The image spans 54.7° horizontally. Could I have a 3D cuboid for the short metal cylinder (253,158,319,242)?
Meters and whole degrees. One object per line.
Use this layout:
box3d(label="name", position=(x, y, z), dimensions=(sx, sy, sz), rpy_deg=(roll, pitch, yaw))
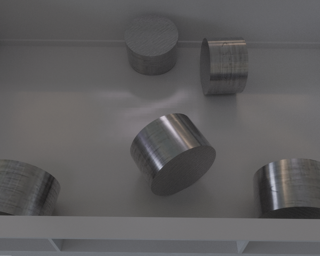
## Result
box3d(label="short metal cylinder", position=(0.136, 0.074, 0.308), dimensions=(0.080, 0.080, 0.050), rpy_deg=(6, 51, 5))

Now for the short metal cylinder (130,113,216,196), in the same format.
box3d(label="short metal cylinder", position=(0.014, 0.030, 0.344), dimensions=(0.081, 0.080, 0.050), rpy_deg=(-23, 54, -18))

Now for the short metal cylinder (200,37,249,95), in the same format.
box3d(label="short metal cylinder", position=(0.089, -0.089, 0.445), dimensions=(0.050, 0.080, 0.080), rpy_deg=(-3, 50, -2))

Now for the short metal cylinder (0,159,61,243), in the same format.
box3d(label="short metal cylinder", position=(-0.146, 0.074, 0.306), dimensions=(0.080, 0.080, 0.050), rpy_deg=(4, 50, 3))

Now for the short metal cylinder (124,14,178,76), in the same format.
box3d(label="short metal cylinder", position=(-0.013, -0.129, 0.484), dimensions=(0.080, 0.050, 0.080), rpy_deg=(0, 66, 0))
